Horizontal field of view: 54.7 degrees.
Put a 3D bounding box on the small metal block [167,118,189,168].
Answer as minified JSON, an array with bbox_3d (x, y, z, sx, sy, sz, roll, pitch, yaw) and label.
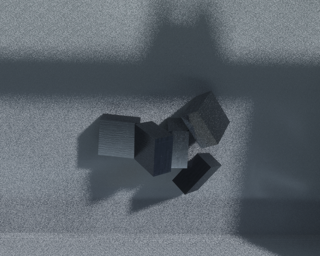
[{"bbox_3d":[0.022,0.018,0.404,0.025,0.050,0.050,1,110,-1],"label":"small metal block"}]

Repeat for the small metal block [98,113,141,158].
[{"bbox_3d":[-0.054,0.010,0.412,0.050,0.025,0.050,6,110,-3],"label":"small metal block"}]

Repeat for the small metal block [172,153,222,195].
[{"bbox_3d":[0.051,0.060,0.416,0.025,0.050,0.050,46,106,21],"label":"small metal block"}]

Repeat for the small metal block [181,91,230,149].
[{"bbox_3d":[0.059,-0.011,0.390,0.025,0.050,0.050,-19,113,41],"label":"small metal block"}]

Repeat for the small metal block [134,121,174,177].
[{"bbox_3d":[-0.009,0.025,0.386,0.025,0.050,0.050,-11,117,-30],"label":"small metal block"}]
